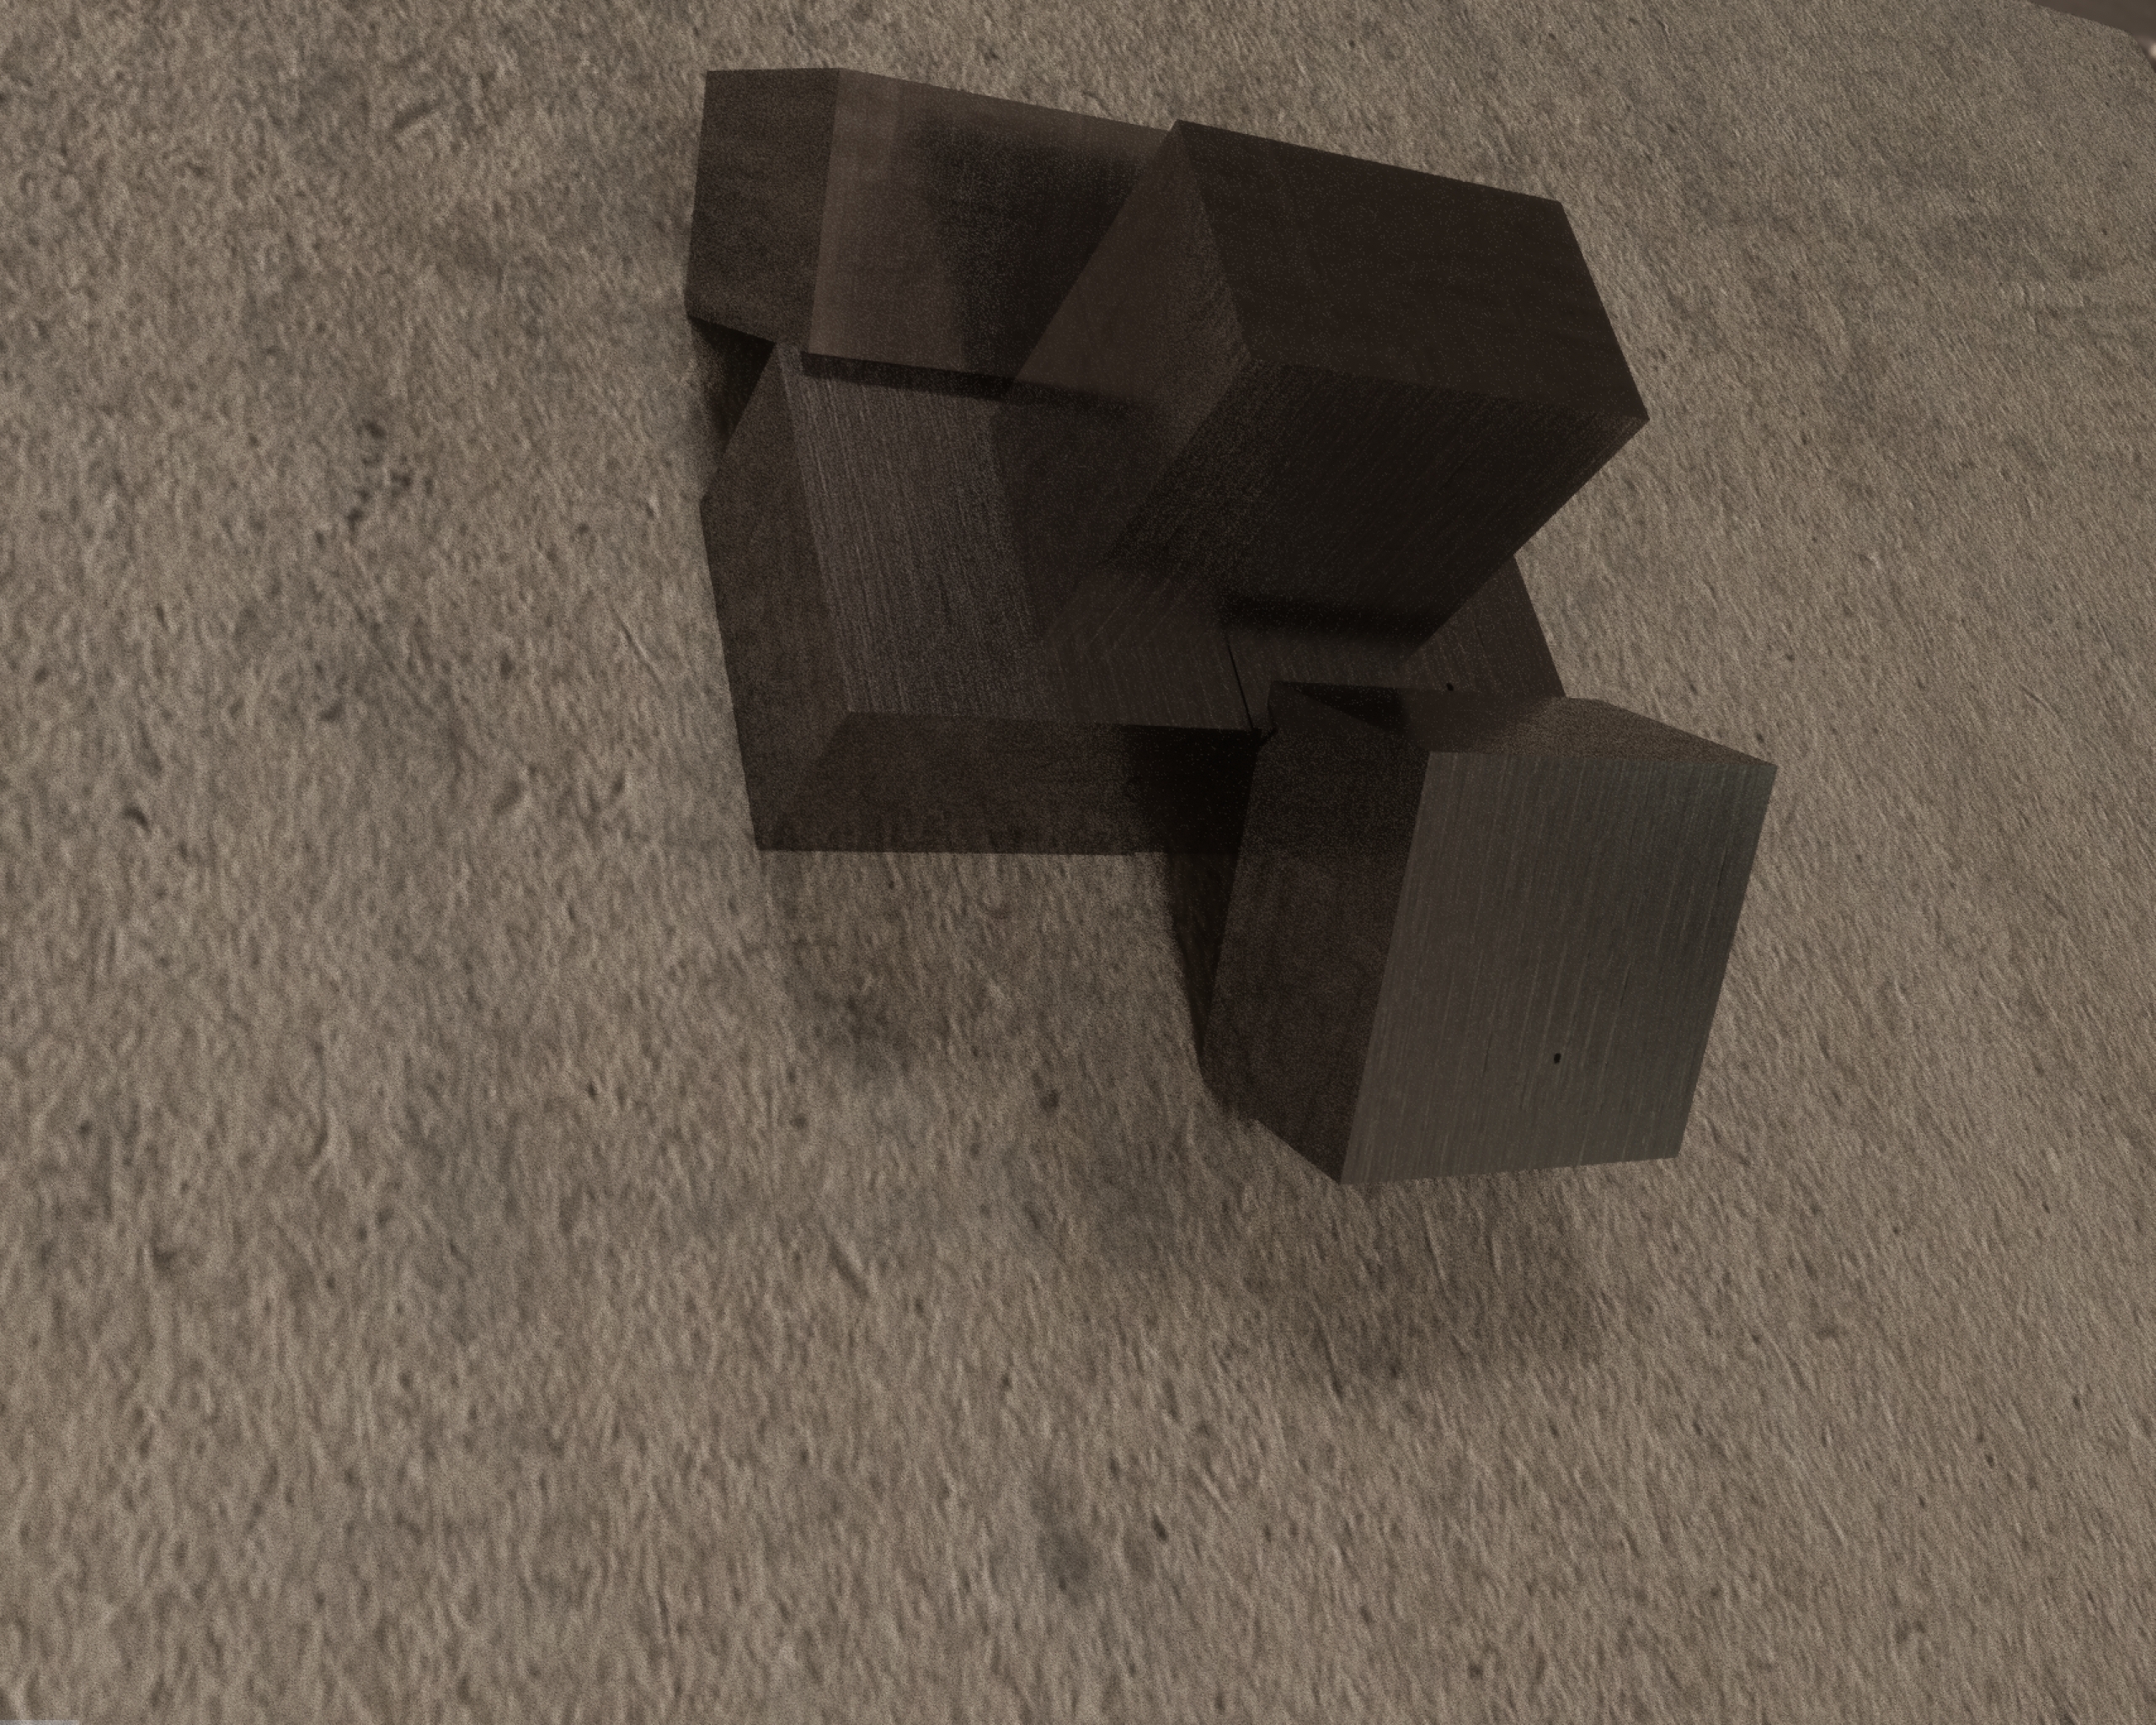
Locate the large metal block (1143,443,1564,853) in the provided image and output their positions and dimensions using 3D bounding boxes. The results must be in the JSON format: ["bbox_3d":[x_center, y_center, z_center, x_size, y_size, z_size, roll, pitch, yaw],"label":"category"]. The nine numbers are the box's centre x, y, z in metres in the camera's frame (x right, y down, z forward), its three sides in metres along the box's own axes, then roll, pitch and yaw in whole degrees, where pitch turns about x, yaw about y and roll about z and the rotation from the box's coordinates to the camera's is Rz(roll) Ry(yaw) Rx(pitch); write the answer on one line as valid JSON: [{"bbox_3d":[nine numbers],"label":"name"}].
[{"bbox_3d":[0.049,-0.048,0.445,0.081,0.050,0.080,1,62,-28],"label":"large metal block"}]

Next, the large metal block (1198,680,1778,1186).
[{"bbox_3d":[0.077,0.012,0.398,0.081,0.079,0.050,1,18,-29],"label":"large metal block"}]

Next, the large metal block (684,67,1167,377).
[{"bbox_3d":[-0.028,-0.129,0.428,0.081,0.050,0.080,0,18,-28],"label":"large metal block"}]

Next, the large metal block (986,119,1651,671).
[{"bbox_3d":[0.040,-0.080,0.378,0.081,0.080,0.050,1,61,-28],"label":"large metal block"}]

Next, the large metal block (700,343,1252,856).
[{"bbox_3d":[-0.022,-0.049,0.406,0.081,0.050,0.080,1,62,-28],"label":"large metal block"}]
